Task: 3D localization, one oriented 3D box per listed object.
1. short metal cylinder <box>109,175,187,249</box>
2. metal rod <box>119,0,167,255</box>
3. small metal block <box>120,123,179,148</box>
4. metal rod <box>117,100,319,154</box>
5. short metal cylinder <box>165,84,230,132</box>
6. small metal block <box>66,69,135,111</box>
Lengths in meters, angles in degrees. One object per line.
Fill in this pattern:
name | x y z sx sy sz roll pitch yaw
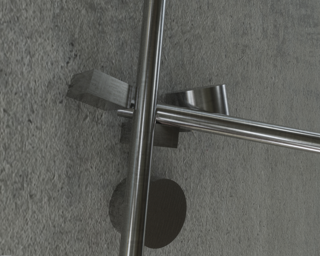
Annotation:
short metal cylinder | -0.014 0.098 0.377 0.081 0.050 0.079 0 90 -40
metal rod | -0.017 -0.003 0.330 0.025 0.025 0.298 10 82 -40
small metal block | -0.013 0.009 0.378 0.050 0.050 0.025 9 85 -40
metal rod | 0.101 0.002 0.360 0.302 0.025 0.025 11 81 1
short metal cylinder | 0.051 -0.028 0.411 0.081 0.080 0.050 -16 101 -39
small metal block | -0.064 -0.039 0.334 0.050 0.050 0.025 21 77 -38
